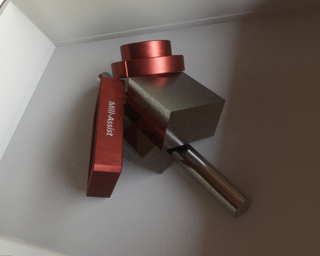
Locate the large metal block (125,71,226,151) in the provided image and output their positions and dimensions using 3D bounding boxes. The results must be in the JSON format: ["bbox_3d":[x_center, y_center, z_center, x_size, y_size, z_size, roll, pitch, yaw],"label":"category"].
[{"bbox_3d":[0.015,-0.024,0.368,0.081,0.050,0.080,-14,41,-35],"label":"large metal block"}]

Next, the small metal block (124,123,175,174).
[{"bbox_3d":[-0.014,0.023,0.379,0.025,0.050,0.050,-44,51,-2],"label":"small metal block"}]

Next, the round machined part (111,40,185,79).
[{"bbox_3d":[-0.017,-0.093,0.419,0.098,0.099,0.042,-2,102,27],"label":"round machined part"}]

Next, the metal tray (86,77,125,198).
[{"bbox_3d":[-0.069,0.012,0.391,0.030,0.089,0.130,7,56,-15],"label":"metal tray"}]

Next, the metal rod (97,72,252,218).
[{"bbox_3d":[-0.003,0.001,0.403,0.025,0.025,0.300,-45,51,-3],"label":"metal rod"}]
